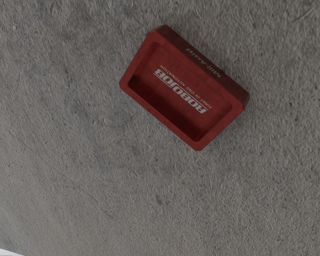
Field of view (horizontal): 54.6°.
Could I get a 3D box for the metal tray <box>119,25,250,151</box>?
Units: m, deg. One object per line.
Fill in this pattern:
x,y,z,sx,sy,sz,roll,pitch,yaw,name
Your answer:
0.025,-0.044,0.363,0.130,0.030,0.090,40,129,1,metal tray
